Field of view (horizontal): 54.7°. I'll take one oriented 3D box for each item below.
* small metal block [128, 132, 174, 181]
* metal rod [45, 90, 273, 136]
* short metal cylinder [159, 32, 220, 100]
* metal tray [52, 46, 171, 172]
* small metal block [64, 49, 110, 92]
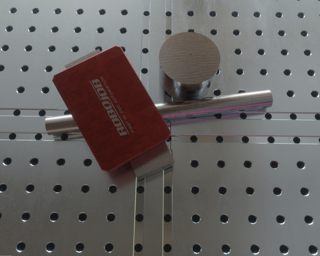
[{"bbox_3d":[-0.015,0.033,0.398,0.050,0.025,0.050,-22,72,-8],"label":"small metal block"},{"bbox_3d":[0.001,-0.022,0.420,0.302,0.025,0.025,-7,70,-3],"label":"metal rod"},{"bbox_3d":[0.039,-0.084,0.429,0.081,0.050,0.080,0,70,0],"label":"short metal cylinder"},{"bbox_3d":[-0.058,-0.023,0.376,0.090,0.030,0.130,-29,84,-10],"label":"metal tray"},{"bbox_3d":[-0.096,-0.074,0.424,0.050,0.050,0.025,-30,73,-11],"label":"small metal block"}]
